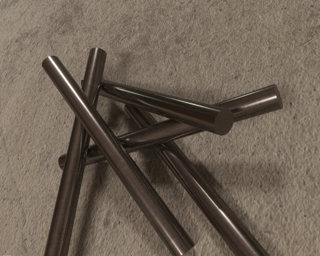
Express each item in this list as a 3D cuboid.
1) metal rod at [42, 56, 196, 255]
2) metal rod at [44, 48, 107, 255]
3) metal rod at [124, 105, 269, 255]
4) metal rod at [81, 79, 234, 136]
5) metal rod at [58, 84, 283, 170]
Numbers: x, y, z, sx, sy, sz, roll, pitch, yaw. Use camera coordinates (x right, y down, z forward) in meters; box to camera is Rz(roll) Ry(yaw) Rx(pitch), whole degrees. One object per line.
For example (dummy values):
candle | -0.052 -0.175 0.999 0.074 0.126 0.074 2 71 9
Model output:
metal rod | -0.062 0.019 0.369 0.025 0.025 0.300 -40 68 1
metal rod | -0.105 0.024 0.398 0.025 0.025 0.299 -7 63 24
metal rod | 0.036 0.058 0.348 0.025 0.025 0.300 -40 51 1
metal rod | -0.030 -0.039 0.393 0.300 0.025 0.025 21 72 51
metal rod | -0.011 0.010 0.369 0.300 0.025 0.025 -18 54 30
